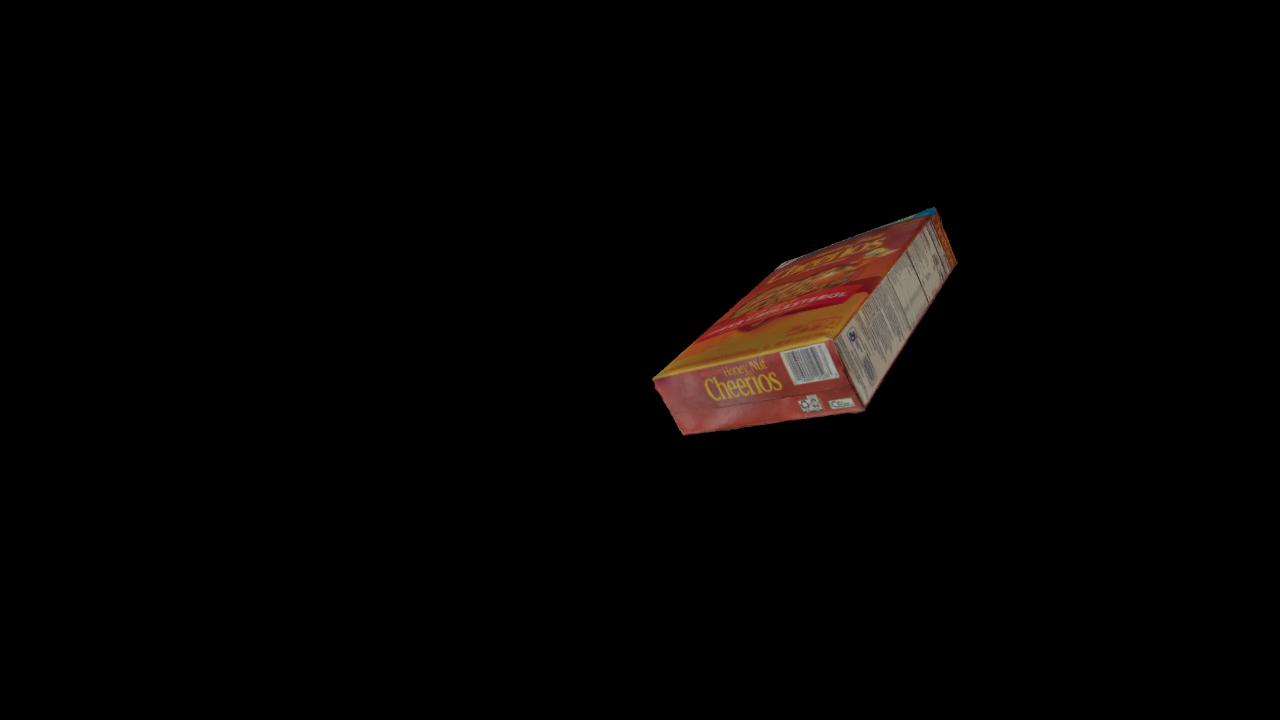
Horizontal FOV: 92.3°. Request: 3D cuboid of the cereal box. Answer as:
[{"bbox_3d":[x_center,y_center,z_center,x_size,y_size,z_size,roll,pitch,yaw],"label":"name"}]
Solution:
[{"bbox_3d":[0.178,-0.044,0.635,0.203,0.081,0.306,-15,19,47],"label":"cereal box"}]
